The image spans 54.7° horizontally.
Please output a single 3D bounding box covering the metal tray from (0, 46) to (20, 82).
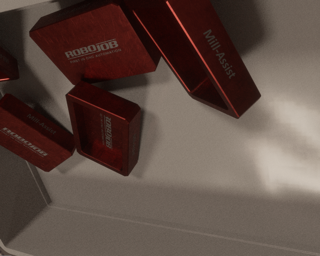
[{"bbox_3d":[-0.253,-0.087,0.402,0.091,0.130,0.030,-9,86,-6],"label":"metal tray"}]

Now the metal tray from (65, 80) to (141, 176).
[{"bbox_3d":[-0.075,0.006,0.425,0.090,0.030,0.129,24,142,13],"label":"metal tray"}]

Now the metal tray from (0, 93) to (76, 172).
[{"bbox_3d":[-0.209,0.013,0.494,0.130,0.030,0.090,39,132,-24],"label":"metal tray"}]

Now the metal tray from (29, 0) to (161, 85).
[{"bbox_3d":[-0.074,-0.098,0.360,0.130,0.030,0.090,-5,140,30],"label":"metal tray"}]

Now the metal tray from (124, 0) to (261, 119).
[{"bbox_3d":[0.030,-0.073,0.286,0.130,0.030,0.090,50,173,-31],"label":"metal tray"}]
